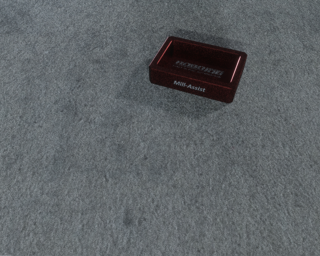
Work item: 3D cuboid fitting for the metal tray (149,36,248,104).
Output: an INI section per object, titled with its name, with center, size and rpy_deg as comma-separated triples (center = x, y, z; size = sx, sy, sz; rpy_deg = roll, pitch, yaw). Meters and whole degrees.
[metal tray]
center = 0.059, -0.093, 0.478
size = 0.130, 0.030, 0.090
rpy_deg = 17, 52, 13
